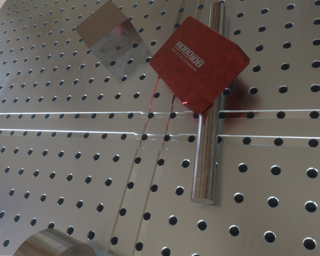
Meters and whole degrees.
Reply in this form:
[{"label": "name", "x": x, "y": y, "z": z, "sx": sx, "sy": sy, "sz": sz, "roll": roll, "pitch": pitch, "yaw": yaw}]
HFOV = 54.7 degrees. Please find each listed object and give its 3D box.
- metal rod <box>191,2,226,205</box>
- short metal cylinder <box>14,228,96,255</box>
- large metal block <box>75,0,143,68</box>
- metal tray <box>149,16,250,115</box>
[{"label": "metal rod", "x": 0.067, "y": -0.052, "z": 0.404, "sx": 0.025, "sy": 0.025, "sz": 0.299, "roll": -5, "pitch": 59, "yaw": 25}, {"label": "short metal cylinder", "x": -0.116, "y": 0.157, "z": 0.337, "sx": 0.050, "sy": 0.080, "sz": 0.080, "roll": 11, "pitch": 67, "yaw": 33}, {"label": "large metal block", "x": -0.091, "y": -0.165, "z": 0.541, "sx": 0.080, "sy": 0.050, "sz": 0.080, "roll": -38, "pitch": 51, "yaw": 2}, {"label": "metal tray", "x": 0.044, "y": -0.087, "z": 0.407, "sx": 0.090, "sy": 0.030, "sz": 0.130, "roll": -47, "pitch": 39, "yaw": 12}]
